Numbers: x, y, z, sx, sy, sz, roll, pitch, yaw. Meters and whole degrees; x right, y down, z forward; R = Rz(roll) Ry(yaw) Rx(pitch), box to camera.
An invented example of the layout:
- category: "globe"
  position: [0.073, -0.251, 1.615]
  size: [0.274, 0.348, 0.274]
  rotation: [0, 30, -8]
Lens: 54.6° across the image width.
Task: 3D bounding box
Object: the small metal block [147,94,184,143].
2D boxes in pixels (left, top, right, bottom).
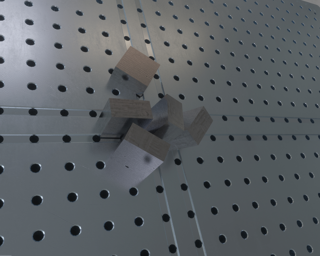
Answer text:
- category: "small metal block"
  position: [0.003, -0.006, 0.387]
  size: [0.025, 0.050, 0.050]
  rotation: [31, 37, -27]

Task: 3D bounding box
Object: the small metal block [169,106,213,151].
- category: "small metal block"
  position: [0.034, 0.001, 0.406]
  size: [0.025, 0.050, 0.050]
  rotation: [54, 48, -19]

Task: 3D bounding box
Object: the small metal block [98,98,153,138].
- category: "small metal block"
  position: [-0.043, -0.011, 0.375]
  size: [0.050, 0.050, 0.025]
  rotation: [2, 61, -27]

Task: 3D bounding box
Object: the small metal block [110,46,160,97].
- category: "small metal block"
  position: [-0.034, -0.081, 0.438]
  size: [0.050, 0.025, 0.050]
  rotation: [31, 52, -8]

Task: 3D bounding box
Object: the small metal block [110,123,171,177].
- category: "small metal block"
  position: [-0.024, 0.027, 0.363]
  size: [0.050, 0.050, 0.025]
  rotation: [31, 52, -9]
